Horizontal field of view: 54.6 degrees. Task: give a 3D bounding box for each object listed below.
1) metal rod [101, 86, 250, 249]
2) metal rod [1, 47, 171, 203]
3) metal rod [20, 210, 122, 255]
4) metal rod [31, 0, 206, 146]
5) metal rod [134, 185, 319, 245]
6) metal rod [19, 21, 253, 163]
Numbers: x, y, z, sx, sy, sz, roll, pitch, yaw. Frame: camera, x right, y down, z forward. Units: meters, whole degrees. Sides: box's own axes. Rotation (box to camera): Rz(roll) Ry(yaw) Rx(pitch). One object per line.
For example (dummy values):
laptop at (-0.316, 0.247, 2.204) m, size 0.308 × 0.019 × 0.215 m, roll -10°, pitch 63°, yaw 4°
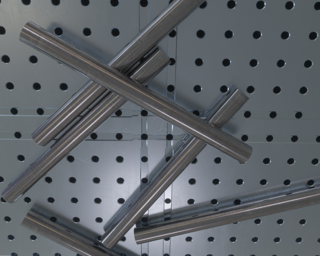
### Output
metal rod at (0.012, 0.065, 0.437) m, size 0.025 × 0.025 × 0.299 m, roll 37°, pitch 106°, yaw -13°
metal rod at (-0.106, 0.004, 0.413) m, size 0.300 × 0.025 × 0.025 m, roll -40°, pitch 105°, yaw 13°
metal rod at (-0.075, 0.210, 0.490) m, size 0.301 × 0.025 × 0.025 m, roll 32°, pitch 107°, yaw -11°
metal rod at (-0.050, -0.078, 0.384) m, size 0.300 × 0.025 × 0.025 m, roll -40°, pitch 106°, yaw 13°
metal rod at (0.109, 0.128, 0.461) m, size 0.301 × 0.025 × 0.025 m, roll -14°, pitch 110°, yaw 5°
metal rod at (-0.019, -0.037, 0.371) m, size 0.301 × 0.025 × 0.025 m, roll 29°, pitch 108°, yaw -10°
